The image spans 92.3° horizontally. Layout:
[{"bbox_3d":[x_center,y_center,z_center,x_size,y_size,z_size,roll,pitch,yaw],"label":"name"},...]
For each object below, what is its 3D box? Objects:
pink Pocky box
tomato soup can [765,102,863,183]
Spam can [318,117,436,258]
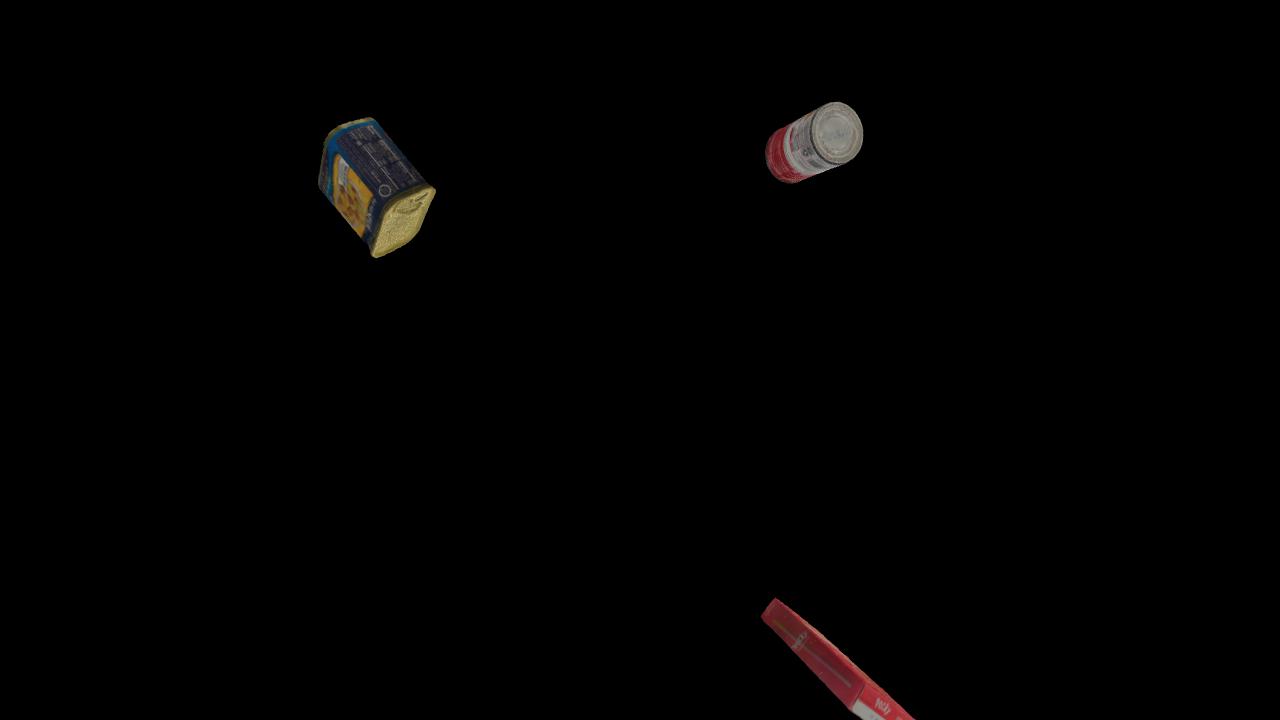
[{"bbox_3d":[0.186,0.295,0.591,0.084,0.029,0.155,41,-7,-17],"label":"pink Pocky box"},{"bbox_3d":[0.196,-0.246,0.701,0.068,0.068,0.101,0,4,-16],"label":"tomato soup can"},{"bbox_3d":[-0.249,-0.160,0.577,0.058,0.085,0.101,-42,4,-38],"label":"Spam can"}]
